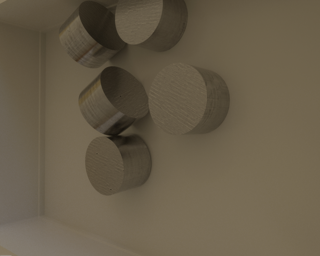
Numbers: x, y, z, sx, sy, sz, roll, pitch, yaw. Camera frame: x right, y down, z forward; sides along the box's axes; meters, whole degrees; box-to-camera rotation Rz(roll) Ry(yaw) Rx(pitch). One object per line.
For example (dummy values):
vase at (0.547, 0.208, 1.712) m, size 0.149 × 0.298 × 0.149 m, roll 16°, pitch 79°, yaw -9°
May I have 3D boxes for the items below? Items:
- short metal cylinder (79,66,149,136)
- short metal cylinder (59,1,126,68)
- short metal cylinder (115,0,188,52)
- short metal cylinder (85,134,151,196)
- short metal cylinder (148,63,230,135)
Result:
short metal cylinder at (-0.061, -0.036, 0.419) m, size 0.050 × 0.081 × 0.080 m, roll -35°, pitch 69°, yaw 34°
short metal cylinder at (-0.096, -0.134, 0.448) m, size 0.050 × 0.081 × 0.080 m, roll -29°, pitch 72°, yaw 36°
short metal cylinder at (-0.012, -0.143, 0.398) m, size 0.080 × 0.050 × 0.079 m, roll 0°, pitch 90°, yaw 39°
short metal cylinder at (-0.060, 0.049, 0.434) m, size 0.080 × 0.050 × 0.079 m, roll 4°, pitch 97°, yaw 40°
short metal cylinder at (0.033, -0.032, 0.361) m, size 0.080 × 0.050 × 0.079 m, roll 0°, pitch 90°, yaw 39°
